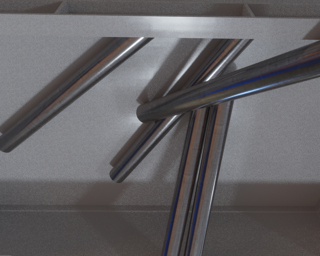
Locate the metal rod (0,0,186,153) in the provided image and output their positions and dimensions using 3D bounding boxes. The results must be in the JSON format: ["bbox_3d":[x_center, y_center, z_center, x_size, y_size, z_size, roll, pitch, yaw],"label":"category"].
[{"bbox_3d":[-0.098,-0.050,0.365,0.299,0.025,0.025,-32,123,24],"label":"metal rod"}]

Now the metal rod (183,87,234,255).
[{"bbox_3d":[0.059,0.083,0.402,0.025,0.025,0.298,7,106,-6],"label":"metal rod"}]

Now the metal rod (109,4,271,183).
[{"bbox_3d":[0.018,-0.021,0.390,0.025,0.025,0.298,27,125,-21],"label":"metal rod"}]

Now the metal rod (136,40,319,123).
[{"bbox_3d":[0.069,-0.039,0.278,0.025,0.025,0.299,36,153,-27],"label":"metal rod"}]

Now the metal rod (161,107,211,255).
[{"bbox_3d":[0.026,0.114,0.417,0.025,0.025,0.298,9,102,-8],"label":"metal rod"}]
